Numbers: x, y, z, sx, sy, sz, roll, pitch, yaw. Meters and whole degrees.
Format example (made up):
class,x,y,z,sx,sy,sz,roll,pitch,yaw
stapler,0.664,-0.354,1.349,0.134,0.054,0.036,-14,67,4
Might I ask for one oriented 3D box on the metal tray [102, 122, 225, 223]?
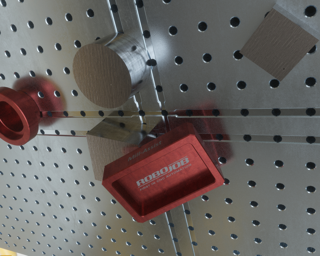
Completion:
class,x,y,z,sx,sy,sz,roll,pitch,yaw
metal tray,0.004,0.060,0.396,0.130,0.030,0.090,-29,118,12

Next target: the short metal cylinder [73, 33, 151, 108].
class,x,y,z,sx,sy,sz,roll,pitch,yaw
short metal cylinder,-0.058,-0.071,0.380,0.080,0.050,0.079,13,124,20

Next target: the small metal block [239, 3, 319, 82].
class,x,y,z,sx,sy,sz,roll,pitch,yaw
small metal block,0.115,-0.082,0.300,0.050,0.025,0.050,37,129,3

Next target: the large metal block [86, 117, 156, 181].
class,x,y,z,sx,sy,sz,roll,pitch,yaw
large metal block,-0.051,0.037,0.443,0.080,0.050,0.079,10,123,22

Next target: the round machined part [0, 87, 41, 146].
class,x,y,z,sx,sy,sz,roll,pitch,yaw
round machined part,-0.238,-0.023,0.508,0.098,0.042,0.097,13,124,20
